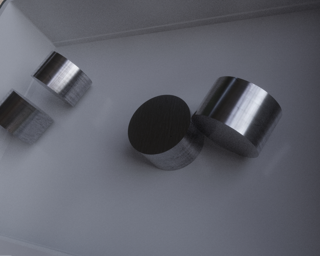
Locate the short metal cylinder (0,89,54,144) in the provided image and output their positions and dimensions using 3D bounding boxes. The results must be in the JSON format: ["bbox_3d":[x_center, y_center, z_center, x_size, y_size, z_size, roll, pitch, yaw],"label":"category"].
[{"bbox_3d":[-0.219,-0.018,0.494,0.080,0.080,0.050,32,80,37],"label":"short metal cylinder"}]

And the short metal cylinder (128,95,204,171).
[{"bbox_3d":[0.008,0.006,0.380,0.080,0.050,0.080,-13,56,20],"label":"short metal cylinder"}]

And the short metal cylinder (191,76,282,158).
[{"bbox_3d":[0.081,-0.011,0.334,0.080,0.080,0.050,25,76,36],"label":"short metal cylinder"}]

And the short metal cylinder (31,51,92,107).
[{"bbox_3d":[-0.157,-0.078,0.498,0.080,0.080,0.050,28,77,37],"label":"short metal cylinder"}]
